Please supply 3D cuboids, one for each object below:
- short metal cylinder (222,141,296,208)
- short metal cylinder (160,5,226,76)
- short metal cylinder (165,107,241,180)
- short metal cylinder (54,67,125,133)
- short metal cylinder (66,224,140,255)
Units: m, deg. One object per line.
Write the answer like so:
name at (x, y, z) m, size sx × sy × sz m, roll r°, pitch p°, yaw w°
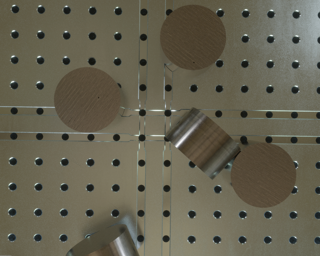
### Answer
short metal cylinder at (0.126, 0.057, 0.403) m, size 0.081 × 0.050 × 0.079 m, roll 0°, pitch 90°, yaw -1°
short metal cylinder at (0.040, -0.110, 0.401) m, size 0.081 × 0.050 × 0.079 m, roll 0°, pitch 90°, yaw -1°
short metal cylinder at (0.053, 0.019, 0.387) m, size 0.080 × 0.080 × 0.050 m, roll 43°, pitch 90°, yaw -1°
short metal cylinder at (-0.088, -0.034, 0.400) m, size 0.081 × 0.050 × 0.079 m, roll 0°, pitch 90°, yaw -1°
short metal cylinder at (-0.069, 0.163, 0.385) m, size 0.080 × 0.080 × 0.050 m, roll -23°, pitch 90°, yaw 0°
